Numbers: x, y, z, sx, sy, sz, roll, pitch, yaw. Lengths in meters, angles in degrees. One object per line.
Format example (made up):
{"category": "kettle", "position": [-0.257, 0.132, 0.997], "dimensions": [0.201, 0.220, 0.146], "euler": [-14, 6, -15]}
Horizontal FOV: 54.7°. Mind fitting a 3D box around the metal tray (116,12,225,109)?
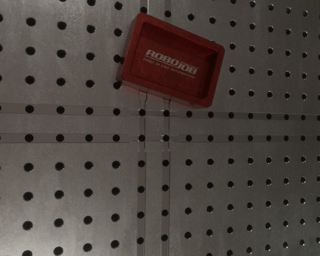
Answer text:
{"category": "metal tray", "position": [0.016, -0.086, 0.416], "dimensions": [0.131, 0.030, 0.090], "euler": [16, 84, -20]}
